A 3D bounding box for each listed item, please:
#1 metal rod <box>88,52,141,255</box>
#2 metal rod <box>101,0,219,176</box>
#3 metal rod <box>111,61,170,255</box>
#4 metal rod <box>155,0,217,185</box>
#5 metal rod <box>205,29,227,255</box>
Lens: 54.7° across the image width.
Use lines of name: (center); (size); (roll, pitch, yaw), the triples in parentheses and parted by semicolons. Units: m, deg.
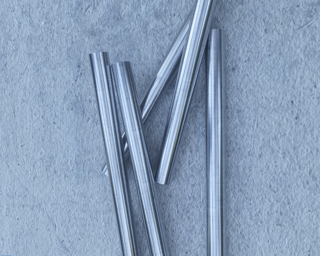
metal rod: (-0.056, 0.054, 0.404); (0.025, 0.025, 0.298); (-6, 97, 20)
metal rod: (0.003, -0.064, 0.407); (0.025, 0.025, 0.299); (33, 101, 17)
metal rod: (-0.020, 0.065, 0.397); (0.025, 0.025, 0.298); (-10, 93, 20)
metal rod: (0.036, -0.073, 0.379); (0.025, 0.025, 0.298); (17, 102, 19)
metal rod: (0.069, 0.030, 0.384); (0.025, 0.025, 0.298); (-1, 90, 20)
